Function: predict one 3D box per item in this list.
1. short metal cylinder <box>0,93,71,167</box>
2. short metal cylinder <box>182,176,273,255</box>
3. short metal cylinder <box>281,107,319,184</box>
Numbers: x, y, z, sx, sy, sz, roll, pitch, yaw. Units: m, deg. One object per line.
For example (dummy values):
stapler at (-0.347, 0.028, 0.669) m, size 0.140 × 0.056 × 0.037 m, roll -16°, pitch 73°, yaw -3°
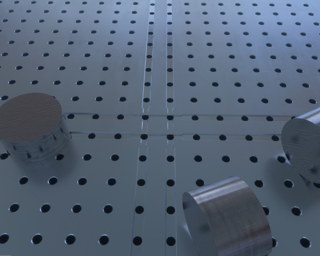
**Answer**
short metal cylinder at (-0.158, 0.001, 0.389) m, size 0.081 × 0.050 × 0.080 m, roll 0°, pitch 50°, yaw 0°
short metal cylinder at (0.060, 0.092, 0.295) m, size 0.050 × 0.080 × 0.080 m, roll -16°, pitch 52°, yaw -13°
short metal cylinder at (0.189, 0.018, 0.358) m, size 0.050 × 0.080 × 0.080 m, roll -22°, pitch 54°, yaw -17°
